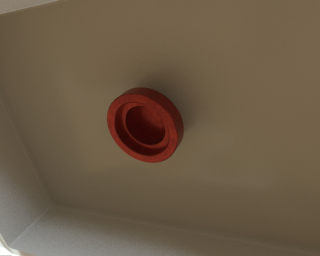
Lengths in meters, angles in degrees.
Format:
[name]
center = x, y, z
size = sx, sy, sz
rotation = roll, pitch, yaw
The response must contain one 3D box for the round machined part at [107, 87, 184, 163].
[round machined part]
center = -0.015, -0.007, 0.398
size = 0.098, 0.042, 0.097
rotation = 13, 124, 21
